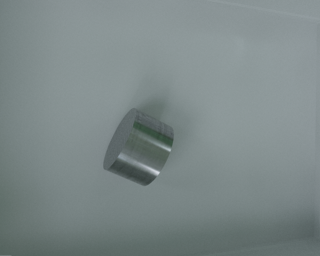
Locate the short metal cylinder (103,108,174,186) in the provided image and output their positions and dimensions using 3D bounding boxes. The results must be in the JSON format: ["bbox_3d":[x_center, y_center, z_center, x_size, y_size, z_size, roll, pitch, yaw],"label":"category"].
[{"bbox_3d":[-0.027,0.023,0.371,0.050,0.080,0.080,27,81,-18],"label":"short metal cylinder"}]
